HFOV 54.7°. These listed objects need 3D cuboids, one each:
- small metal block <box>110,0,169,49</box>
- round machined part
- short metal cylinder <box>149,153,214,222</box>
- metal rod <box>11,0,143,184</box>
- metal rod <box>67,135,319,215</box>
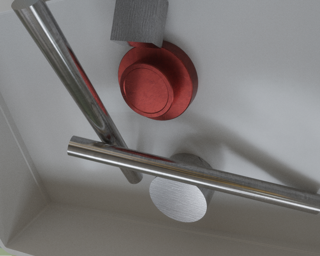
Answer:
[{"bbox_3d":[-0.022,-0.115,0.334,0.050,0.025,0.050,10,94,22],"label":"small metal block"},{"bbox_3d":[-0.008,-0.051,0.369,0.098,0.042,0.097,13,124,20],"label":"round machined part"},{"bbox_3d":[0.033,0.081,0.424,0.080,0.050,0.079,13,124,20],"label":"short metal cylinder"},{"bbox_3d":[-0.072,-0.013,0.360,0.025,0.025,0.299,10,147,22],"label":"metal rod"},{"bbox_3d":[0.040,0.056,0.371,0.302,0.025,0.025,13,125,1],"label":"metal rod"}]
